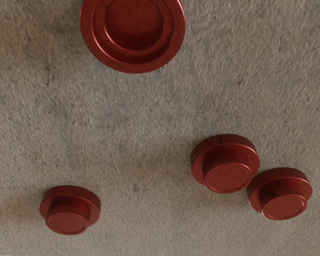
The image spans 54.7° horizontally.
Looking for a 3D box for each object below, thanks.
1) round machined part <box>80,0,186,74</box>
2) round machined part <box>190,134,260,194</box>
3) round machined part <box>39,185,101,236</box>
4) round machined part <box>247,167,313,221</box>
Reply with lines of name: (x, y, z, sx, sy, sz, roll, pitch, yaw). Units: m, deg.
round machined part: (-0.025, -0.106, 0.305, 0.099, 0.042, 0.097, -1, 130, 0)
round machined part: (0.095, 0.058, 0.447, 0.099, 0.042, 0.097, -1, 130, 0)
round machined part: (-0.150, 0.142, 0.515, 0.099, 0.042, 0.097, -1, 130, 0)
round machined part: (0.192, 0.111, 0.494, 0.099, 0.042, 0.097, -1, 130, 0)
